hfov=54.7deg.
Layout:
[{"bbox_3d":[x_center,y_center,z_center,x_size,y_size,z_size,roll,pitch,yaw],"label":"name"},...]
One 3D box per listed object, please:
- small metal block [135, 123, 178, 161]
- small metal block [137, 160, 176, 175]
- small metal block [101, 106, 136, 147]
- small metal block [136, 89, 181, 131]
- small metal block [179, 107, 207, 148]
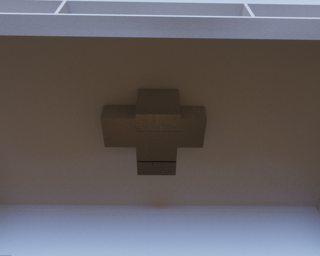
[{"bbox_3d":[-0.004,0.015,0.385,0.050,0.025,0.050,0,130,-1],"label":"small metal block"},{"bbox_3d":[-0.004,0.037,0.420,0.050,0.050,0.025,0,130,-1],"label":"small metal block"},{"bbox_3d":[-0.048,-0.001,0.405,0.050,0.025,0.050,0,130,-1],"label":"small metal block"},{"bbox_3d":[-0.002,-0.022,0.371,0.050,0.050,0.025,0,130,-1],"label":"small metal block"},{"bbox_3d":[0.032,-0.001,0.406,0.050,0.025,0.050,0,130,-1],"label":"small metal block"}]
